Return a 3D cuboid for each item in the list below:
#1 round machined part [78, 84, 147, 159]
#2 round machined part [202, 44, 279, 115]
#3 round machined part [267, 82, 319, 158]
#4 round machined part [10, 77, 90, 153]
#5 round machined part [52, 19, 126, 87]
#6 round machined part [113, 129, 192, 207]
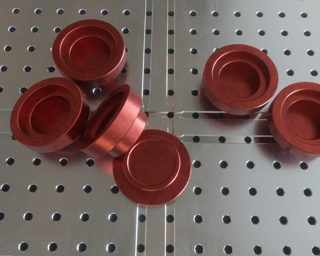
[{"bbox_3d":[-0.054,-0.003,0.384,0.042,0.098,0.098,38,71,-24],"label":"round machined part"},{"bbox_3d":[0.107,-0.062,0.426,0.099,0.042,0.098,0,70,0],"label":"round machined part"},{"bbox_3d":[0.190,-0.008,0.407,0.099,0.042,0.098,0,70,0],"label":"round machined part"},{"bbox_3d":[-0.135,-0.013,0.398,0.098,0.042,0.098,-6,62,13],"label":"round machined part"},{"bbox_3d":[-0.097,-0.101,0.439,0.099,0.042,0.098,0,70,0],"label":"round machined part"},{"bbox_3d":[-0.010,0.047,0.386,0.099,0.042,0.098,0,70,0],"label":"round machined part"}]
